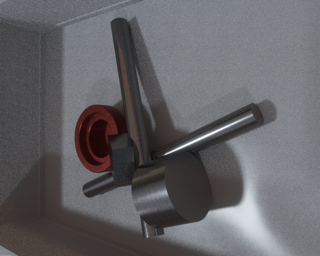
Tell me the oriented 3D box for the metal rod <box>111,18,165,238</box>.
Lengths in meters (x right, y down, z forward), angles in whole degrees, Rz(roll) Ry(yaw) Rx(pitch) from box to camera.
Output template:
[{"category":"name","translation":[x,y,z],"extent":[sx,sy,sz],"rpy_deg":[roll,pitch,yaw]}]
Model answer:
[{"category":"metal rod","translation":[-0.033,-0.013,0.407],"extent":[0.025,0.025,0.299],"rpy_deg":[-24,68,37]}]

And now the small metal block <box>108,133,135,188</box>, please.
[{"category":"small metal block","translation":[-0.048,0.039,0.389],"extent":[0.050,0.025,0.050],"rpy_deg":[-130,36,-66]}]

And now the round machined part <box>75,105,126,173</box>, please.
[{"category":"round machined part","translation":[-0.079,0.015,0.457],"extent":[0.098,0.042,0.097],"rpy_deg":[0,90,39]}]

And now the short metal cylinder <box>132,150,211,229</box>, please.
[{"category":"short metal cylinder","translation":[0.014,0.071,0.356],"extent":[0.050,0.081,0.080],"rpy_deg":[-25,75,37]}]

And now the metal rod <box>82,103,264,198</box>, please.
[{"category":"metal rod","translation":[-0.006,0.042,0.408],"extent":[0.299,0.025,0.025],"rpy_deg":[-28,73,36]}]
